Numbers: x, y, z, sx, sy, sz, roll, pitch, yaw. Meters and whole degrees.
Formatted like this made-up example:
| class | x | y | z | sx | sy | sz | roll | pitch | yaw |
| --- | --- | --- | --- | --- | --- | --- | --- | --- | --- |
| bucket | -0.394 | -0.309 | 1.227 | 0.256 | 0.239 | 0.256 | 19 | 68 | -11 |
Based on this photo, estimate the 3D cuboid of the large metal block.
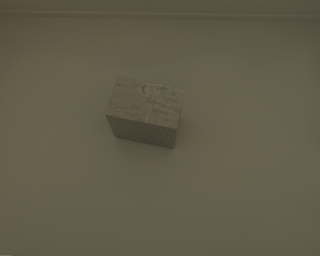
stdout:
| class | x | y | z | sx | sy | sz | roll | pitch | yaw |
| --- | --- | --- | --- | --- | --- | --- | --- | --- | --- |
| large metal block | -0.016 | -0.016 | 0.384 | 0.080 | 0.080 | 0.050 | 12 | 71 | 4 |
